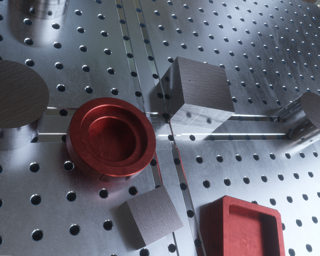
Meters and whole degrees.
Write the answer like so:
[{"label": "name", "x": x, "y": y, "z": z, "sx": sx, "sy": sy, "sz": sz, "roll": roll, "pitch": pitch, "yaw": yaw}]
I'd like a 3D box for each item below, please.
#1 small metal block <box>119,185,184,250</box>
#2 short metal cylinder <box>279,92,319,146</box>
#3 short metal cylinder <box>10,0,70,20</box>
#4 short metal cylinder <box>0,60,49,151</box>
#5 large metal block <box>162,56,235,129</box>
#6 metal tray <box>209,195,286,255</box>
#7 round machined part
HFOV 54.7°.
[{"label": "small metal block", "x": -0.010, "y": 0.098, "z": 0.343, "sx": 0.050, "sy": 0.025, "sz": 0.050, "roll": -15, "pitch": 70, "yaw": -34}, {"label": "short metal cylinder", "x": 0.258, "y": -0.016, "z": 0.540, "sx": 0.081, "sy": 0.050, "sz": 0.080, "roll": 14, "pitch": 56, "yaw": -21}, {"label": "short metal cylinder", "x": -0.163, "y": -0.197, "z": 0.425, "sx": 0.081, "sy": 0.050, "sz": 0.080, "roll": 14, "pitch": 56, "yaw": -21}, {"label": "short metal cylinder", "x": -0.160, "y": -0.023, "z": 0.320, "sx": 0.081, "sy": 0.050, "sz": 0.080, "roll": 14, "pitch": 56, "yaw": -21}, {"label": "large metal block", "x": 0.054, "y": -0.049, "z": 0.451, "sx": 0.081, "sy": 0.050, "sz": 0.080, "roll": 8, "pitch": 58, "yaw": -24}, {"label": "metal tray", "x": 0.104, "y": 0.154, "z": 0.366, "sx": 0.091, "sy": 0.030, "sz": 0.130, "roll": 19, "pitch": 54, "yaw": -17}, {"label": "round machined part", "x": -0.058, "y": 0.017, "z": 0.356, "sx": 0.099, "sy": 0.042, "sz": 0.098, "roll": 14, "pitch": 56, "yaw": -21}]
